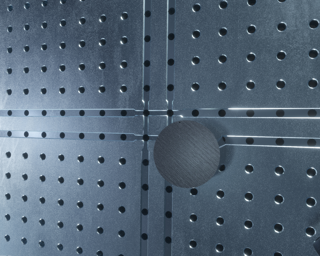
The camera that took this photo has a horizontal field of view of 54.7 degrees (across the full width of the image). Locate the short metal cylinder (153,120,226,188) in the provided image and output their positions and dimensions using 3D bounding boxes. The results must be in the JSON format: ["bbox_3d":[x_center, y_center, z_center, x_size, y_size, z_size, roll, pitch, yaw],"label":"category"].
[{"bbox_3d":[0.038,0.030,0.386,0.080,0.050,0.079,0,90,20],"label":"short metal cylinder"}]

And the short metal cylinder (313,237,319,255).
[{"bbox_3d":[0.205,0.131,0.311,0.080,0.080,0.050,43,104,15],"label":"short metal cylinder"}]
